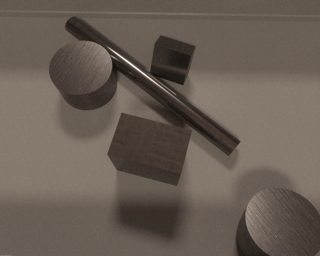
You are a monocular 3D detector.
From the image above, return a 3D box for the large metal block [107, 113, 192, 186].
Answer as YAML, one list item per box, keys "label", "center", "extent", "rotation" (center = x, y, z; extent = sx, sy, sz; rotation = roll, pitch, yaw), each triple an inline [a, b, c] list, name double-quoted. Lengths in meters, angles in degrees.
- label: "large metal block"
  center: [-0.011, 0.029, 0.370]
  extent: [0.080, 0.080, 0.050]
  rotation: [14, 71, 5]

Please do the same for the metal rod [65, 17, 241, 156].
- label: "metal rod"
  center: [-0.018, -0.065, 0.432]
  extent: [0.300, 0.025, 0.025]
  rotation: [39, 74, 12]

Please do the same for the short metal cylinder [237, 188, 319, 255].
- label: "short metal cylinder"
  center: [0.131, 0.114, 0.345]
  extent: [0.081, 0.050, 0.080]
  rotation: [0, 52, 1]

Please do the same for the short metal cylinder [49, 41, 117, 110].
- label: "short metal cylinder"
  center: [-0.102, -0.070, 0.421]
  extent: [0.081, 0.050, 0.080]
  rotation: [0, 70, 0]

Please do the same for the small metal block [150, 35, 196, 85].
- label: "small metal block"
  center: [0.017, -0.093, 0.427]
  extent: [0.050, 0.050, 0.025]
  rotation: [19, 47, 6]
